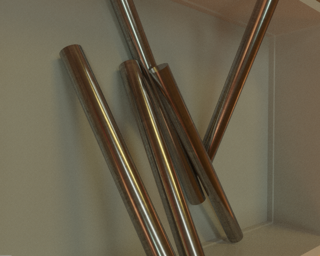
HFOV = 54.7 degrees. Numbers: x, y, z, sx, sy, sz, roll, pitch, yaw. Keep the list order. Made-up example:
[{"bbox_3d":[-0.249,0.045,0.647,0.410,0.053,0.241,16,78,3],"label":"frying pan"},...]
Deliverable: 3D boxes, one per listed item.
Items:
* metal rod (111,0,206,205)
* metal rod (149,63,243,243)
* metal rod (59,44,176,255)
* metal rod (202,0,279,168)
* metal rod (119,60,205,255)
[{"bbox_3d":[0.003,-0.027,0.411,0.025,0.025,0.298,-34,111,-35],"label":"metal rod"},{"bbox_3d":[0.059,0.050,0.427,0.025,0.025,0.299,-43,120,-32],"label":"metal rod"},{"bbox_3d":[-0.032,0.051,0.304,0.025,0.025,0.299,-17,77,-39],"label":"metal rod"},{"bbox_3d":[0.103,-0.069,0.412,0.025,0.025,0.298,0,116,-40],"label":"metal rod"},{"bbox_3d":[0.008,0.058,0.334,0.025,0.025,0.299,-4,67,-40],"label":"metal rod"}]
